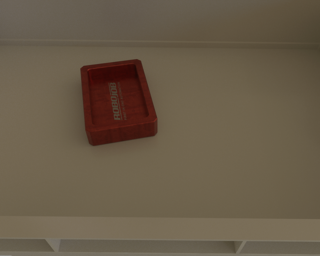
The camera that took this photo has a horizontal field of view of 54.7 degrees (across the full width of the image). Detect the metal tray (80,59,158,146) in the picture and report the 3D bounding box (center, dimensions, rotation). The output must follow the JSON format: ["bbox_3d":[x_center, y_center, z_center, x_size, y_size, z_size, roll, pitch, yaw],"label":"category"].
[{"bbox_3d":[-0.060,-0.041,0.435,0.091,0.030,0.130,-9,51,-8],"label":"metal tray"}]
